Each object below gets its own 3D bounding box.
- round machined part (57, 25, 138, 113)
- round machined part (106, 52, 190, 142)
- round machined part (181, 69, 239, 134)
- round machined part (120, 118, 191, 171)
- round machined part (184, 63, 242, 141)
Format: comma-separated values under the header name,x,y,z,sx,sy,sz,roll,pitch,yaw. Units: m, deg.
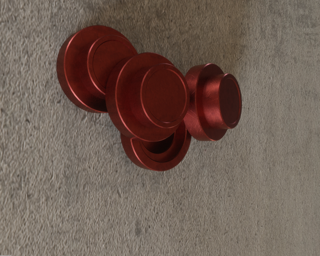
name,x,y,z,sx,sy,sz,roll,pitch,yaw
round machined part,-0.059,-0.066,0.346,0.099,0.042,0.097,0,90,-40
round machined part,-0.006,-0.034,0.337,0.099,0.042,0.097,0,90,-40
round machined part,0.081,-0.040,0.465,0.099,0.042,0.097,0,90,-40
round machined part,-0.009,0.004,0.389,0.099,0.042,0.097,0,90,-40
round machined part,0.070,-0.032,0.388,0.099,0.042,0.097,3,87,-53
